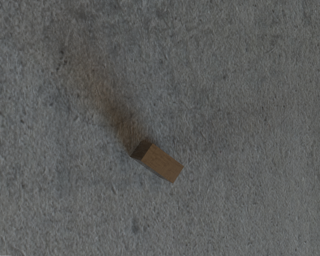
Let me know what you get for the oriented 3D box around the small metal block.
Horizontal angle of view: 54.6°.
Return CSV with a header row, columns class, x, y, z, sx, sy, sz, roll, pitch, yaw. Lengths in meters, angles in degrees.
class,x,y,z,sx,sy,sz,roll,pitch,yaw
small metal block,-0.005,0.043,0.394,0.050,0.050,0.025,37,78,-16
